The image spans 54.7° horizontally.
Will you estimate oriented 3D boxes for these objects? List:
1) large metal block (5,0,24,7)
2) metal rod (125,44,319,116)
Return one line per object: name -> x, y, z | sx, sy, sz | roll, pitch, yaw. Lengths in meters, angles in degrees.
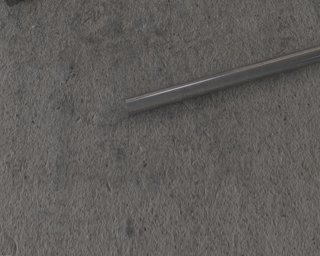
large metal block -> -0.240, -0.249, 0.468 | 0.050, 0.080, 0.080 | -32, 73, -11
metal rod -> 0.100, -0.070, 0.434 | 0.302, 0.025, 0.025 | -16, 71, -6
